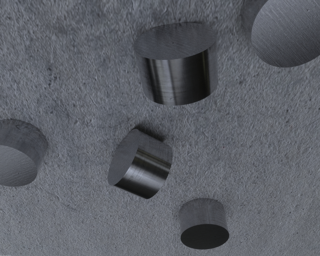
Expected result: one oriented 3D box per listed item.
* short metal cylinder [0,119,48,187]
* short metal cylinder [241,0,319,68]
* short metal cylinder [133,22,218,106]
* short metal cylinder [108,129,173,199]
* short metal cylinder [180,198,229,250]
[{"bbox_3d":[-0.200,0.034,0.418,0.081,0.050,0.079,0,130,0],"label":"short metal cylinder"},{"bbox_3d":[0.124,-0.106,0.301,0.081,0.050,0.079,0,130,0],"label":"short metal cylinder"},{"bbox_3d":[0.018,-0.067,0.314,0.080,0.080,0.050,-6,130,5],"label":"short metal cylinder"},{"bbox_3d":[-0.027,0.048,0.411,0.050,0.080,0.080,28,125,-22],"label":"short metal cylinder"},{"bbox_3d":[0.074,0.165,0.532,0.081,0.050,0.079,0,130,0],"label":"short metal cylinder"}]
